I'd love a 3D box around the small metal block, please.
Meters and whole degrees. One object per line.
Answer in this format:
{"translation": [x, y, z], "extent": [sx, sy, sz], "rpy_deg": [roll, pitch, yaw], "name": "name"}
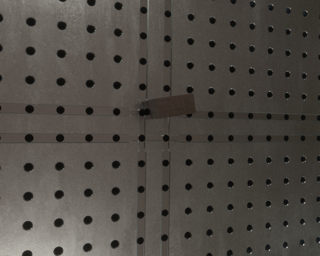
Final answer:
{"translation": [0.012, -0.028, 0.405], "extent": [0.050, 0.050, 0.025], "rpy_deg": [-10, 94, -20], "name": "small metal block"}
